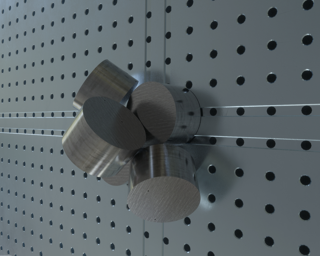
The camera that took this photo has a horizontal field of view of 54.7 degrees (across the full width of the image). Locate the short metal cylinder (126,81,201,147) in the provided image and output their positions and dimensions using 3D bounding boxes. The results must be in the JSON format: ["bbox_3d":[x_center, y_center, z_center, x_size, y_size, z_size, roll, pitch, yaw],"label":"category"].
[{"bbox_3d":[0.003,-0.016,0.388,0.080,0.050,0.079,0,90,39],"label":"short metal cylinder"}]

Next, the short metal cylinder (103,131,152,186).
[{"bbox_3d":[-0.045,0.036,0.427,0.080,0.050,0.079,0,90,39],"label":"short metal cylinder"}]

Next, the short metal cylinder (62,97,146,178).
[{"bbox_3d":[-0.064,0.010,0.357,0.050,0.081,0.080,-49,62,29],"label":"short metal cylinder"}]

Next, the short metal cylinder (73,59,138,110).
[{"bbox_3d":[-0.073,-0.046,0.422,0.050,0.080,0.080,35,116,-3],"label":"short metal cylinder"}]

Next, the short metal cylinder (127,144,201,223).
[{"bbox_3d":[0.004,0.065,0.359,0.080,0.080,0.050,-48,26,29],"label":"short metal cylinder"}]
